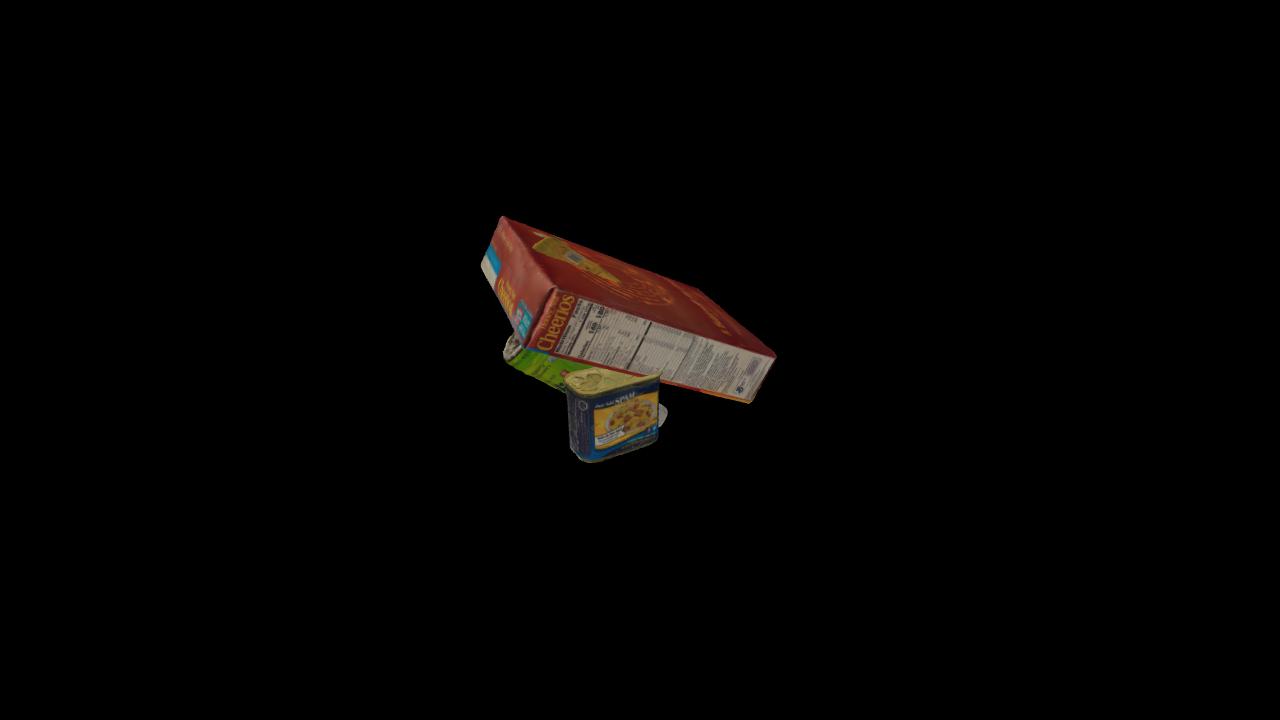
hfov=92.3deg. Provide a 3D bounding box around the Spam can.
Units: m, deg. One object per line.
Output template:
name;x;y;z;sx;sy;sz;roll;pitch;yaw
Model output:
Spam can;-0.027;0.053;0.657;0.101;0.085;0.058;-14;28;-27

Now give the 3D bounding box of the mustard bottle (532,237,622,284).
mustard bottle;-0.035;-0.064;0.659;0.184;0.054;0.092;31;18;3

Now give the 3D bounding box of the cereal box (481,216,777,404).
cereal box;-0.015;-0.055;0.715;0.306;0.081;0.203;14;22;-34

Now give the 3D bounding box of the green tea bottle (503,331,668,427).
green tea bottle;-0.055;0.022;0.728;0.212;0.073;0.073;31;-15;-27
